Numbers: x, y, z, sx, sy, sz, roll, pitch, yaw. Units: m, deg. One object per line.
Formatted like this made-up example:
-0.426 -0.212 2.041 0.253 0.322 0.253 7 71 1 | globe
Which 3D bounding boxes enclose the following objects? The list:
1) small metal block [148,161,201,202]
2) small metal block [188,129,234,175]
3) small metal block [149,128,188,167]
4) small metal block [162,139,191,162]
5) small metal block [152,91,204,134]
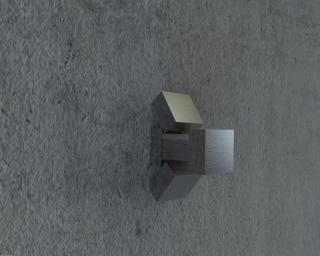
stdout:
0.021 0.070 0.410 0.050 0.025 0.050 3 129 -40 | small metal block
0.060 0.027 0.361 0.050 0.025 0.050 1 89 -40 | small metal block
0.013 0.026 0.420 0.050 0.025 0.050 3 88 -40 | small metal block
0.038 0.027 0.391 0.050 0.050 0.025 3 88 -40 | small metal block
0.023 -0.020 0.412 0.050 0.025 0.050 3 52 -40 | small metal block
